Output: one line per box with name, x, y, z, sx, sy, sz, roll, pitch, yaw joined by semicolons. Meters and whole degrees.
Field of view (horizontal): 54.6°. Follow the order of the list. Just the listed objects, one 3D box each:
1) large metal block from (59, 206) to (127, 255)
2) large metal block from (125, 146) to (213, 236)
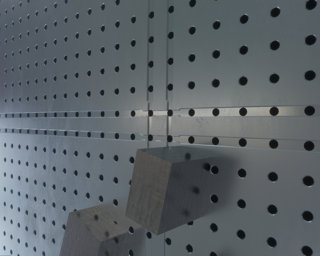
large metal block;-0.105;0.181;0.482;0.080;0.050;0.080;26;106;37
large metal block;0.012;0.068;0.365;0.050;0.081;0.080;18;102;39
